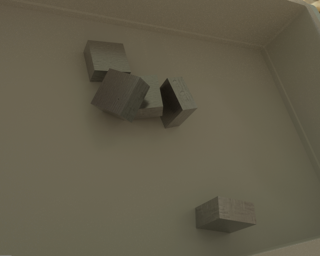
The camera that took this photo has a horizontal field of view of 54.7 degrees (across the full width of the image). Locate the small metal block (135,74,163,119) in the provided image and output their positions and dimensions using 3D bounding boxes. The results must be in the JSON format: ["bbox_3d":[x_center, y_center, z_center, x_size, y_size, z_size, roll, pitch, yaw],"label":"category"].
[{"bbox_3d":[-0.025,-0.040,0.407,0.050,0.025,0.050,-7,63,-6],"label":"small metal block"}]

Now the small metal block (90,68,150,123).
[{"bbox_3d":[-0.048,-0.040,0.376,0.050,0.025,0.050,21,81,32],"label":"small metal block"}]

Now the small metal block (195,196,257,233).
[{"bbox_3d":[0.077,0.105,0.369,0.050,0.050,0.025,15,56,-20],"label":"small metal block"}]

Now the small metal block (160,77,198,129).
[{"bbox_3d":[0.019,-0.034,0.422,0.025,0.050,0.050,-11,67,-34],"label":"small metal block"}]

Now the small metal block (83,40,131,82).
[{"bbox_3d":[-0.073,-0.090,0.423,0.050,0.025,0.050,-3,63,-30],"label":"small metal block"}]
